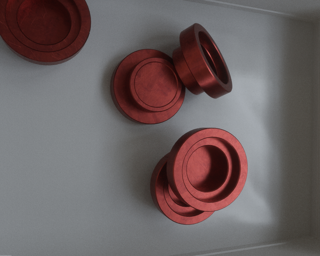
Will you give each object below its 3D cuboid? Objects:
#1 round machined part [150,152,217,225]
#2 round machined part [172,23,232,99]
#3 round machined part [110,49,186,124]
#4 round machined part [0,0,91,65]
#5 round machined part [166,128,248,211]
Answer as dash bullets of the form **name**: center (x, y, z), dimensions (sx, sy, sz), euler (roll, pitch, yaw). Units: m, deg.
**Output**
- **round machined part**: center (0.033, 0.075, 0.415), dimensions (0.099, 0.042, 0.097), euler (0, 90, -20)
- **round machined part**: center (0.052, -0.082, 0.404), dimensions (0.098, 0.042, 0.098), euler (41, 36, -38)
- **round machined part**: center (-0.011, -0.053, 0.398), dimensions (0.099, 0.042, 0.097), euler (0, 90, -21)
- **round machined part**: center (-0.131, -0.120, 0.353), dimensions (0.099, 0.042, 0.097), euler (0, 90, -21)
- **round machined part**: center (0.053, 0.048, 0.378), dimensions (0.099, 0.042, 0.097), euler (0, 90, -20)
